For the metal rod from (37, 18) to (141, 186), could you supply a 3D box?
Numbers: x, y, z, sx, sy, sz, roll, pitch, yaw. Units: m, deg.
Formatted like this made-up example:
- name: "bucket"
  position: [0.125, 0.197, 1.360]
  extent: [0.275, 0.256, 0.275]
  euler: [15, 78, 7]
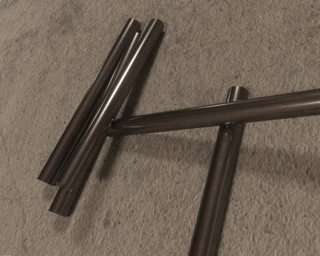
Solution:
- name: "metal rod"
  position: [-0.103, -0.051, 0.487]
  extent: [0.025, 0.025, 0.300]
  euler: [12, 68, 33]

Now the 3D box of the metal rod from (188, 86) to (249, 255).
- name: "metal rod"
  position: [0.053, 0.087, 0.321]
  extent: [0.025, 0.025, 0.300]
  euler: [4, 64, 30]

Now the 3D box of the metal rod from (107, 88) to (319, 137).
- name: "metal rod"
  position: [0.052, -0.013, 0.354]
  extent: [0.300, 0.025, 0.025]
  euler: [-7, 59, 35]

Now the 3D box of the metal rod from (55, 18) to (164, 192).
- name: "metal rod"
  position: [-0.058, -0.050, 0.437]
  extent: [0.025, 0.025, 0.300]
  euler: [5, 56, 30]

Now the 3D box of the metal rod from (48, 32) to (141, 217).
- name: "metal rod"
  position: [-0.084, -0.019, 0.457]
  extent: [0.025, 0.025, 0.300]
  euler: [7, 65, 31]
